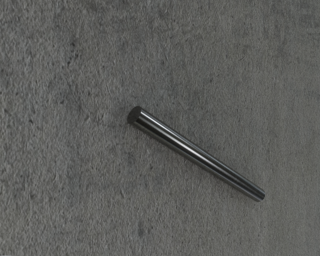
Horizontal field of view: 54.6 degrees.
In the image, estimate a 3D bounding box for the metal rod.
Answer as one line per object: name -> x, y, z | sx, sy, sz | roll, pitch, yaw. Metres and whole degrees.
metal rod -> 0.072, 0.051, 0.463 | 0.301, 0.025, 0.025 | 33, 70, -35
